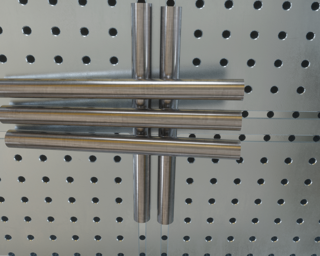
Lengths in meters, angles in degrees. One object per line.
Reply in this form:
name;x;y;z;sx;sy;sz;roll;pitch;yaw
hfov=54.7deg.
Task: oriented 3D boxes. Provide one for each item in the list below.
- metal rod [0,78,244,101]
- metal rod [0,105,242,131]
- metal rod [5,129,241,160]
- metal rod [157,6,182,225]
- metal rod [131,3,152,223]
metal rod;-0.055;-0.047;0.373;0.302;0.025;0.025;1;110;7
metal rod;-0.054;-0.013;0.386;0.302;0.025;0.025;2;110;7
metal rod;-0.052;0.020;0.398;0.302;0.025;0.025;2;110;7
metal rod;0.011;-0.002;0.413;0.025;0.025;0.298;1;110;-1
metal rod;-0.024;-0.005;0.411;0.025;0.025;0.298;1;110;-1
